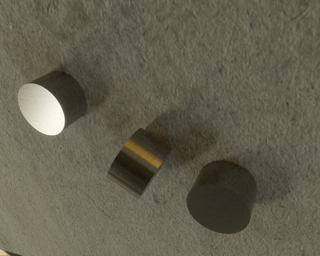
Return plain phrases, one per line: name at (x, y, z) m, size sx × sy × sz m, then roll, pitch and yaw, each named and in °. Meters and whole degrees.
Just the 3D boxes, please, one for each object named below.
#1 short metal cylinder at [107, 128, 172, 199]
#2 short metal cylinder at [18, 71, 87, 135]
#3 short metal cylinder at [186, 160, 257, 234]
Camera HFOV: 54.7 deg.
short metal cylinder at (-0.026, 0.047, 0.412) m, size 0.050 × 0.080 × 0.079 m, roll 34°, pitch 129°, yaw 6°
short metal cylinder at (-0.154, -0.036, 0.447) m, size 0.080 × 0.050 × 0.079 m, roll 13°, pitch 124°, yaw 20°
short metal cylinder at (0.081, 0.089, 0.402) m, size 0.080 × 0.050 × 0.079 m, roll 13°, pitch 124°, yaw 20°
